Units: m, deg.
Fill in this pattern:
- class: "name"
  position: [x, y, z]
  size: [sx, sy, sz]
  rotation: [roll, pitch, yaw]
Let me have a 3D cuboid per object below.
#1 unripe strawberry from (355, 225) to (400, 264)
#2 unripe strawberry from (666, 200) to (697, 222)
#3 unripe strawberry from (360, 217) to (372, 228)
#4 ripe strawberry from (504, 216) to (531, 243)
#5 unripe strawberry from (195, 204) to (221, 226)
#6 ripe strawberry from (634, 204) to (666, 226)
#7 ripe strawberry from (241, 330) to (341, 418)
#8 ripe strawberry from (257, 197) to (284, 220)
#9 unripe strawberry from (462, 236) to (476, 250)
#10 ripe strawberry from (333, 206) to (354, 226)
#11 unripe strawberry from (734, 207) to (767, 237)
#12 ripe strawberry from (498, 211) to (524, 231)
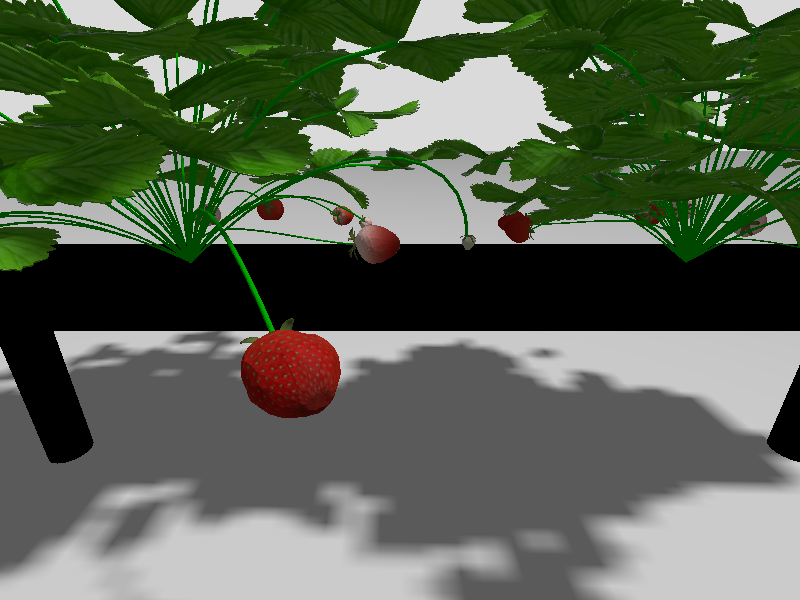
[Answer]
- class: "unripe strawberry"
  position: [-0.020, -0.050, 0.353]
  size: [0.039, 0.033, 0.039]
  rotation: [1, 22, 1]
- class: "unripe strawberry"
  position: [0.373, -0.123, 0.530]
  size: [0.033, 0.037, 0.036]
  rotation: [13, 25, 29]
- class: "unripe strawberry"
  position: [-0.040, -0.093, 0.489]
  size: [0.015, 0.016, 0.016]
  rotation: [22, -6, 43]
- class: "ripe strawberry"
  position: [0.126, -0.076, 0.427]
  size: [0.027, 0.028, 0.025]
  rotation: [11, 25, 27]
- class: "unripe strawberry"
  position: [-0.243, -0.108, 0.505]
  size: [0.032, 0.027, 0.032]
  rotation: [-7, 23, -17]
- class: "ripe strawberry"
  position: [0.314, -0.110, 0.505]
  size: [0.035, 0.032, 0.032]
  rotation: [7, 23, 17]
- class: "ripe strawberry"
  position: [-0.041, 0.030, 0.159]
  size: [0.039, 0.033, 0.039]
  rotation: [-15, 31, -32]
- class: "ripe strawberry"
  position: [-0.171, -0.121, 0.535]
  size: [0.034, 0.030, 0.034]
  rotation: [2, -7, 5]
- class: "unripe strawberry"
  position: [0.054, -0.044, 0.315]
  size: [0.011, 0.011, 0.010]
  rotation: [4, 22, 9]
- class: "ripe strawberry"
  position: [-0.071, -0.107, 0.509]
  size: [0.027, 0.024, 0.024]
  rotation: [15, 20, 33]
- class: "unripe strawberry"
  position: [0.395, -0.088, 0.451]
  size: [0.032, 0.033, 0.029]
  rotation: [-15, 27, -34]
- class: "ripe strawberry"
  position: [0.127, -0.088, 0.458]
  size: [0.028, 0.028, 0.031]
  rotation: [16, 27, 36]
